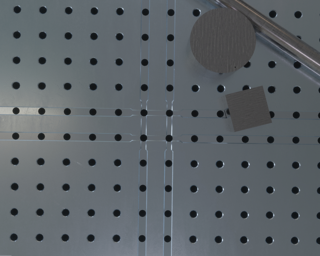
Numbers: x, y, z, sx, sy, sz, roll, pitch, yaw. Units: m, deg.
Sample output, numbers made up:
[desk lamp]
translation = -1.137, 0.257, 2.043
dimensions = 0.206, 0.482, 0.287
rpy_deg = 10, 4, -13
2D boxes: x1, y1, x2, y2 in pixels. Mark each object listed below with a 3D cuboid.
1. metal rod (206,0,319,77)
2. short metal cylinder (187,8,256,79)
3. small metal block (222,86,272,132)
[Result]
[metal rod]
translation = 0.163, -0.119, 0.414
dimensions = 0.301, 0.025, 0.025
rpy_deg = 34, 90, 0
[short metal cylinder]
translation = 0.077, -0.107, 0.401
dimensions = 0.081, 0.050, 0.079
rpy_deg = 0, 90, 0
[small metal block]
translation = 0.115, -0.025, 0.414
dimensions = 0.050, 0.025, 0.050
rpy_deg = -14, 90, 0
